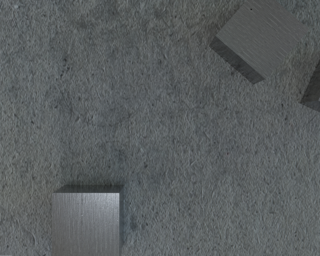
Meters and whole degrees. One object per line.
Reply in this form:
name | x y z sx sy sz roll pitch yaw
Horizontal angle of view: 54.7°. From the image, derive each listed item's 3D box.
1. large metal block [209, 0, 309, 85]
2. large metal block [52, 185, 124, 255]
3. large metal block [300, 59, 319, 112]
large metal block | 0.124 -0.115 0.398 0.080 0.050 0.080 41 90 0
large metal block | -0.089 0.118 0.397 0.081 0.050 0.080 0 90 0
large metal block | 0.244 -0.053 0.399 0.080 0.050 0.080 24 90 0
